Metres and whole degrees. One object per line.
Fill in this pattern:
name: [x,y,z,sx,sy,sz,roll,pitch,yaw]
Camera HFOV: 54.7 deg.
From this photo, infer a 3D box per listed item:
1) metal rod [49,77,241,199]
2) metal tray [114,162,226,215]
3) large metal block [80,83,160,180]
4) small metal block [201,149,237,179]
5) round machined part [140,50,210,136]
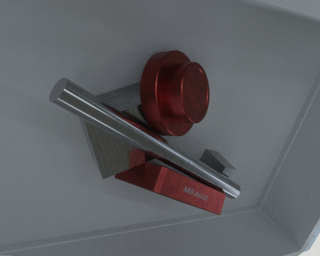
metal rod: [0.009,0.030,0.365,0.301,0.025,0.025,33,100,-39]
metal tray: [0.016,0.079,0.419,0.131,0.090,0.030,29,75,-39]
large metal block: [-0.046,0.002,0.368,0.081,0.050,0.079,-21,127,-17]
small metal block: [0.083,0.069,0.481,0.025,0.050,0.050,16,110,-35]
round machined part: [0.023,-0.039,0.352,0.099,0.042,0.097,-2,93,-57]
